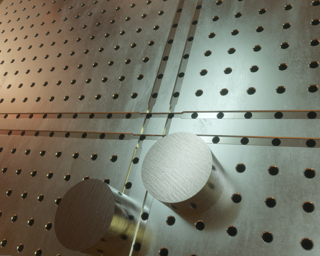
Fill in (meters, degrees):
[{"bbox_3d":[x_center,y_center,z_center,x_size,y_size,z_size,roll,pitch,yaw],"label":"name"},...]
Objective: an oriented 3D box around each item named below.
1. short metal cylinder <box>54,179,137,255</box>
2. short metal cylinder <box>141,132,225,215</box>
[{"bbox_3d":[-0.075,0.106,0.365,0.080,0.050,0.080,-13,56,20],"label":"short metal cylinder"},{"bbox_3d":[0.027,0.051,0.346,0.080,0.050,0.080,-13,56,20],"label":"short metal cylinder"}]
